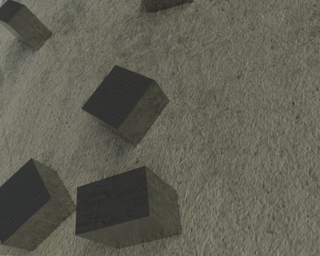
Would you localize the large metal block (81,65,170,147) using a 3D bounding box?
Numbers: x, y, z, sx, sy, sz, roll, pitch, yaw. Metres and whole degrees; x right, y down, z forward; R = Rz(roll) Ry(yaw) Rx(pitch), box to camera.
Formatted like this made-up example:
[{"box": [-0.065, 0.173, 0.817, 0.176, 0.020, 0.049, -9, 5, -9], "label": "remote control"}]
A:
[{"box": [-0.048, -0.033, 0.433, 0.080, 0.050, 0.080, 27, 77, 37], "label": "large metal block"}]

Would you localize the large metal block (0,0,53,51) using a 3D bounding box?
[{"box": [-0.289, -0.217, 0.654, 0.080, 0.080, 0.050, 30, 79, 37], "label": "large metal block"}]

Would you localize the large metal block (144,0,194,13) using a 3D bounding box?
[{"box": [0.016, -0.256, 0.537, 0.080, 0.050, 0.080, -5, 59, 25], "label": "large metal block"}]

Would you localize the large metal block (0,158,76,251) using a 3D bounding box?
[{"box": [-0.172, 0.102, 0.416, 0.080, 0.050, 0.080, -44, 51, -2], "label": "large metal block"}]

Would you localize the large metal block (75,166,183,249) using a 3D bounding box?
[{"box": [-0.031, 0.089, 0.331, 0.080, 0.080, 0.050, -20, 54, 17], "label": "large metal block"}]
